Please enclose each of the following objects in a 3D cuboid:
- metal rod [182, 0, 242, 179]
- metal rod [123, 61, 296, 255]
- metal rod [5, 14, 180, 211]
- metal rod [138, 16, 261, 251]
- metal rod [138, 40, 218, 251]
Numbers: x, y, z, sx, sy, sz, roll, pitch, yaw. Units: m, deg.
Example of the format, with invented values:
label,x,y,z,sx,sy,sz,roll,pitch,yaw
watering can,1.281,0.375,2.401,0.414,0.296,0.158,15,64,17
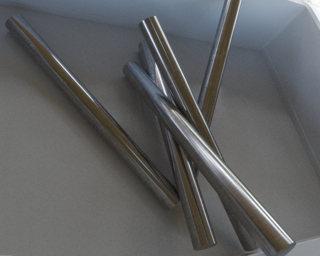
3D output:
label,x,y,z,sx,sy,sz,roll,pitch,yaw
metal rod,0.073,-0.069,0.425,0.025,0.025,0.299,21,74,-16
metal rod,0.028,0.007,0.341,0.025,0.025,0.300,-6,41,-31
metal rod,-0.082,-0.022,0.375,0.300,0.025,0.025,48,51,5
metal rod,0.049,0.007,0.374,0.025,0.025,0.299,-25,90,-37
metal rod,0.013,-0.001,0.395,0.025,0.025,0.299,3,55,-27
